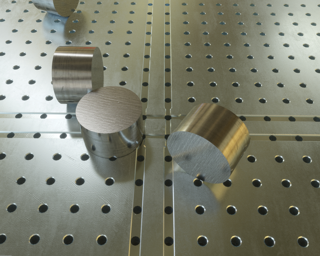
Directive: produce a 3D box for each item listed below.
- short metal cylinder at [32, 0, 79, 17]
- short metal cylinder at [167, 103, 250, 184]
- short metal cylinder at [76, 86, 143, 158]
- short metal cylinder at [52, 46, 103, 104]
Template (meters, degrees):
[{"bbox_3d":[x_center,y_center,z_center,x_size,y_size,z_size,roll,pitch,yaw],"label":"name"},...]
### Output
[{"bbox_3d":[-0.197,-0.257,0.585,0.050,0.080,0.080,19,53,15],"label":"short metal cylinder"},{"bbox_3d":[0.055,0.018,0.358,0.080,0.080,0.050,27,55,21],"label":"short metal cylinder"},{"bbox_3d":[-0.062,-0.008,0.397,0.081,0.050,0.080,0,50,0],"label":"short metal cylinder"},{"bbox_3d":[-0.111,-0.073,0.432,0.050,0.080,0.080,1,50,1],"label":"short metal cylinder"}]
